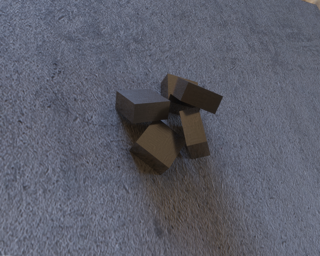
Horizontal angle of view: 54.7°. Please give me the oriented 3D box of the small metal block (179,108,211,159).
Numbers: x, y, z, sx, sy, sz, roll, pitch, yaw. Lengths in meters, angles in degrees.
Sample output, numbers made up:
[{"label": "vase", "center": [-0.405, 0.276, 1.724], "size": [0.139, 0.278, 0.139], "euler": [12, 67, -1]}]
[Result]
[{"label": "small metal block", "center": [0.047, 0.008, 0.408], "size": [0.025, 0.050, 0.050], "euler": [-14, 63, 8]}]

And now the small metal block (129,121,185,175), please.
[{"label": "small metal block", "center": [-0.002, 0.023, 0.392], "size": [0.050, 0.025, 0.050], "euler": [38, 51, -2]}]

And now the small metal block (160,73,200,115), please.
[{"label": "small metal block", "center": [0.029, -0.046, 0.451], "size": [0.050, 0.025, 0.050], "euler": [13, 56, -22]}]

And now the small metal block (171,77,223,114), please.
[{"label": "small metal block", "center": [0.047, -0.044, 0.410], "size": [0.050, 0.025, 0.050], "euler": [20, 11, -17]}]

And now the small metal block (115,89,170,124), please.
[{"label": "small metal block", "center": [-0.023, -0.029, 0.396], "size": [0.050, 0.025, 0.050], "euler": [-8, 28, -32]}]

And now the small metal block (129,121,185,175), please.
[{"label": "small metal block", "center": [-0.002, 0.022, 0.392], "size": [0.050, 0.025, 0.050], "euler": [39, 51, -3]}]
